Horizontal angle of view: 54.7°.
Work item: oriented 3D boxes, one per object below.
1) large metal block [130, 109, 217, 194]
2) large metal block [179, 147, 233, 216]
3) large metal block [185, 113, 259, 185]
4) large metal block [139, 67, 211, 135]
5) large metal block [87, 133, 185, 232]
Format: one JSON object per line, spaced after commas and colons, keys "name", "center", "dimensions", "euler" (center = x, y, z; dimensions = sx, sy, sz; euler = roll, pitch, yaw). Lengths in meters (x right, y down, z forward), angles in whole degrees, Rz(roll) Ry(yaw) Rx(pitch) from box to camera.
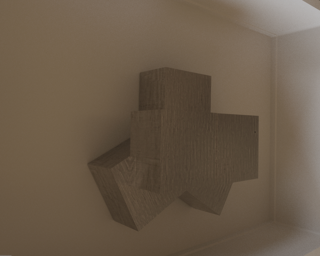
{"name": "large metal block", "center": [0.015, 0.022, 0.336], "dimensions": [0.081, 0.050, 0.080], "euler": [1, 90, -40]}
{"name": "large metal block", "center": [0.058, 0.064, 0.435], "dimensions": [0.080, 0.050, 0.080], "euler": [41, 65, -32]}
{"name": "large metal block", "center": [0.078, 0.024, 0.387], "dimensions": [0.081, 0.050, 0.080], "euler": [1, 90, -40]}
{"name": "large metal block", "center": [0.021, -0.031, 0.405], "dimensions": [0.081, 0.050, 0.080], "euler": [2, 89, -40]}
{"name": "large metal block", "center": [-0.025, 0.059, 0.367], "dimensions": [0.081, 0.050, 0.080], "euler": [-33, 111, -35]}
